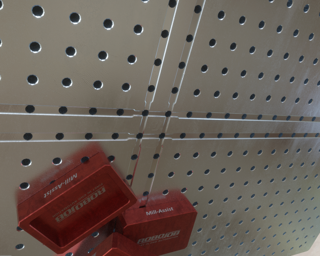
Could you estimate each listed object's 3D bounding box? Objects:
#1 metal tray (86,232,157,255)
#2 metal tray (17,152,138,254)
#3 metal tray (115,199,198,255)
[{"bbox_3d":[-0.077,0.225,0.473,0.090,0.030,0.130,40,108,-22],"label":"metal tray"},{"bbox_3d":[-0.106,0.102,0.413,0.130,0.030,0.090,-34,129,-7],"label":"metal tray"},{"bbox_3d":[-0.008,0.171,0.511,0.131,0.030,0.089,-3,120,-27],"label":"metal tray"}]
